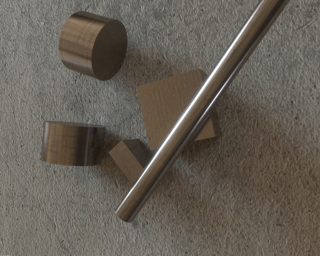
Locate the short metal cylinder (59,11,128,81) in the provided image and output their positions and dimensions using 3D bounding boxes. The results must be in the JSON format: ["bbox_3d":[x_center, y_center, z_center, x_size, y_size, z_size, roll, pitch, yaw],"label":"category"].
[{"bbox_3d":[-0.086,-0.108,0.410,0.050,0.080,0.080,21,97,19],"label":"short metal cylinder"}]

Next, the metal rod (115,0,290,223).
[{"bbox_3d":[0.040,-0.017,0.341,0.025,0.025,0.299,37,102,16],"label":"metal rod"}]

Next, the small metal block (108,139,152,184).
[{"bbox_3d":[-0.033,0.042,0.407,0.025,0.050,0.050,-42,77,15],"label":"small metal block"}]

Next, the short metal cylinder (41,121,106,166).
[{"bbox_3d":[-0.117,0.019,0.421,0.080,0.080,0.050,7,93,20],"label":"short metal cylinder"}]

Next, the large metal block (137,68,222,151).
[{"bbox_3d":[0.025,-0.021,0.387,0.080,0.050,0.080,-14,86,19],"label":"large metal block"}]
